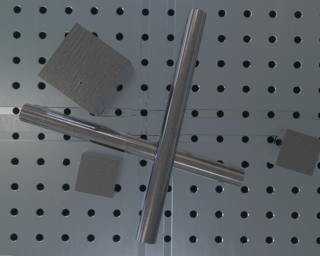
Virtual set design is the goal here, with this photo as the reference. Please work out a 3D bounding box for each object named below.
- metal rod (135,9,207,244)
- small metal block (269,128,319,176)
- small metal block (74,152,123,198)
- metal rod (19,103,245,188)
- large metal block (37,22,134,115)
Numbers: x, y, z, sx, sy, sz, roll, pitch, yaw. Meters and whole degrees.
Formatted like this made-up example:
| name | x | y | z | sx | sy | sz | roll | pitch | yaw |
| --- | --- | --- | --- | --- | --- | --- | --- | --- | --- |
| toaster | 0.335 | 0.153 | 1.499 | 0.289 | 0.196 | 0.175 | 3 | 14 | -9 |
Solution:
| name | x | y | z | sx | sy | sz | roll | pitch | yaw |
| --- | --- | --- | --- | --- | --- | --- | --- | --- | --- |
| metal rod | 0.016 | -0.008 | 0.393 | 0.025 | 0.025 | 0.299 | 13 | 82 | 0 |
| small metal block | 0.181 | 0.032 | 0.415 | 0.050 | 0.025 | 0.050 | 18 | 90 | 0 |
| small metal block | -0.081 | 0.062 | 0.413 | 0.050 | 0.025 | 0.050 | 12 | 90 | 0 |
| metal rod | -0.036 | 0.023 | 0.413 | 0.302 | 0.025 | 0.025 | 17 | 90 | 0 |
| large metal block | -0.092 | -0.073 | 0.400 | 0.080 | 0.050 | 0.080 | 36 | 90 | 0 |
